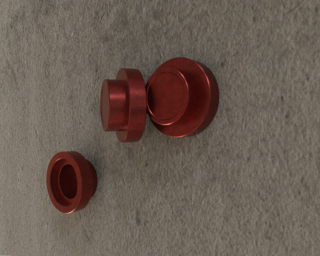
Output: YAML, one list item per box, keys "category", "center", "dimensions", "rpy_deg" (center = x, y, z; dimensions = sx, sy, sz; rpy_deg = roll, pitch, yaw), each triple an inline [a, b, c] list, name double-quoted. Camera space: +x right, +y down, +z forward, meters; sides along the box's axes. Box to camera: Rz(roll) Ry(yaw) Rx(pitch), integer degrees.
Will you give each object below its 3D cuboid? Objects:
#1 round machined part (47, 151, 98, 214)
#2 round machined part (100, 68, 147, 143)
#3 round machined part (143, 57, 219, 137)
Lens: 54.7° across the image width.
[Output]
- category: "round machined part"
  center: [-0.140, 0.086, 0.507]
  dimensions: [0.098, 0.042, 0.097]
  rpy_deg: [0, 90, 39]
- category: "round machined part"
  center: [-0.052, -0.029, 0.407]
  dimensions: [0.098, 0.042, 0.097]
  rpy_deg: [180, 90, -70]
- category: "round machined part"
  center: [0.018, -0.037, 0.377]
  dimensions: [0.098, 0.042, 0.097]
  rpy_deg: [0, 90, 39]
